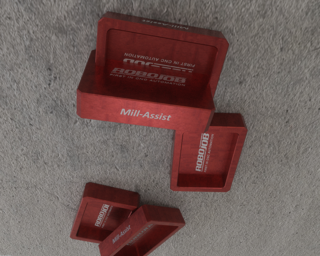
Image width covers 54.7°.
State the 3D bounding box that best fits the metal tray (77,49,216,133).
[{"bbox_3d":[-0.014,-0.041,0.328,0.131,0.090,0.030,7,129,-7],"label":"metal tray"}]

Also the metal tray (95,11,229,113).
[{"bbox_3d":[-0.002,-0.067,0.335,0.131,0.030,0.089,8,121,-6],"label":"metal tray"}]

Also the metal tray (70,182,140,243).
[{"bbox_3d":[-0.097,0.152,0.532,0.091,0.030,0.129,15,129,-13],"label":"metal tray"}]

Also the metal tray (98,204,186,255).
[{"bbox_3d":[-0.031,0.183,0.529,0.090,0.030,0.129,21,122,-42],"label":"metal tray"}]

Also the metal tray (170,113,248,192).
[{"bbox_3d":[0.063,0.038,0.436,0.091,0.030,0.129,2,130,-2],"label":"metal tray"}]
